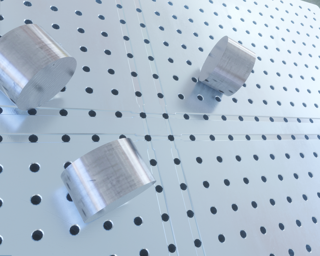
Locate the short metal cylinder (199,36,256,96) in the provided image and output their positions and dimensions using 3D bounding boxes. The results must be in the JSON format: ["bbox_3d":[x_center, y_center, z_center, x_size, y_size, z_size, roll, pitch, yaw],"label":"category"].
[{"bbox_3d":[0.104,-0.097,0.488,0.050,0.080,0.080,27,53,-12],"label":"short metal cylinder"}]

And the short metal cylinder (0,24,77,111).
[{"bbox_3d":[-0.139,-0.065,0.337,0.050,0.080,0.080,45,51,2],"label":"short metal cylinder"}]

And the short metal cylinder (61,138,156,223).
[{"bbox_3d":[-0.051,0.053,0.313,0.081,0.080,0.050,-22,74,-36],"label":"short metal cylinder"}]
